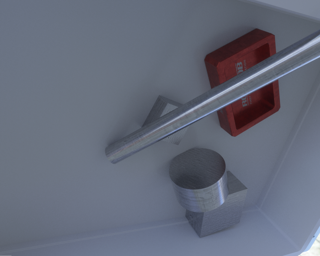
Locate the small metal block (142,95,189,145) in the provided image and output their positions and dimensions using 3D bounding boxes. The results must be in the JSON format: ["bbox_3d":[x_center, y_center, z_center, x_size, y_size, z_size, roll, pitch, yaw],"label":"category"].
[{"bbox_3d":[0.012,-0.010,0.411,0.050,0.025,0.050,18,109,-36],"label":"small metal block"}]

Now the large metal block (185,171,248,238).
[{"bbox_3d":[0.094,0.128,0.525,0.081,0.050,0.079,-11,124,-23],"label":"large metal block"}]

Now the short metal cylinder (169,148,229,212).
[{"bbox_3d":[0.058,0.075,0.453,0.080,0.080,0.050,-26,128,-13],"label":"short metal cylinder"}]

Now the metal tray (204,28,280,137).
[{"bbox_3d":[0.120,-0.060,0.436,0.090,0.030,0.129,-30,129,-10],"label":"metal tray"}]

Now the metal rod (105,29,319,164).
[{"bbox_3d":[0.061,-0.031,0.346,0.300,0.025,0.025,-28,133,21],"label":"metal rod"}]
